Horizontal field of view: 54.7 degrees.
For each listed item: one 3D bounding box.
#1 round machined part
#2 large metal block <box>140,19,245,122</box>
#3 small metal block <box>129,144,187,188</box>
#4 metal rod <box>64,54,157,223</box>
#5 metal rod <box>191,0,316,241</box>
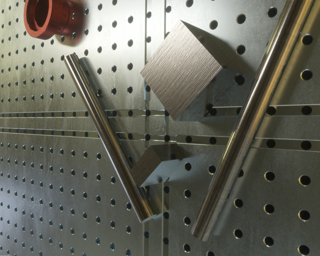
[{"bbox_3d":[-0.203,-0.209,0.562,0.098,0.042,0.097,0,90,39],"label":"round machined part"},{"bbox_3d":[0.035,-0.064,0.363,0.080,0.050,0.080,-49,62,29],"label":"large metal block"},{"bbox_3d":[-0.002,0.047,0.393,0.050,0.050,0.025,-51,60,27],"label":"small metal block"},{"bbox_3d":[-0.084,0.003,0.475,0.025,0.025,0.299,-44,64,31],"label":"metal rod"},{"bbox_3d":[0.096,-0.010,0.329,0.025,0.025,0.298,30,109,35],"label":"metal rod"}]
